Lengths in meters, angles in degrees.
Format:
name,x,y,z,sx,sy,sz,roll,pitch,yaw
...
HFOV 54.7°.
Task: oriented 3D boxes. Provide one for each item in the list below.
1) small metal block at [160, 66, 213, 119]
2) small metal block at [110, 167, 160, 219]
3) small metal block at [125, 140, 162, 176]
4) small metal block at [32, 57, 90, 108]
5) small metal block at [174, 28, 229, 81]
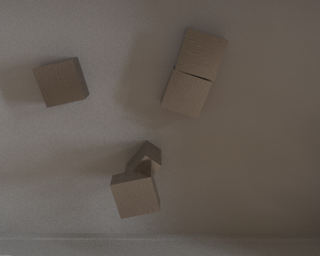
name,x,y,z,sx,sy,sz,roll,pitch,yaw
small metal block,0.032,-0.045,0.395,0.050,0.025,0.050,17,109,-7
small metal block,-0.030,0.081,0.388,0.050,0.025,0.050,-12,110,4
small metal block,-0.023,0.051,0.416,0.025,0.050,0.050,36,106,-13
small metal block,-0.123,-0.057,0.388,0.050,0.025,0.050,-12,110,4
small metal block,0.049,-0.090,0.379,0.050,0.025,0.050,15,109,-6
